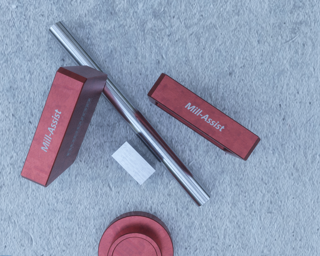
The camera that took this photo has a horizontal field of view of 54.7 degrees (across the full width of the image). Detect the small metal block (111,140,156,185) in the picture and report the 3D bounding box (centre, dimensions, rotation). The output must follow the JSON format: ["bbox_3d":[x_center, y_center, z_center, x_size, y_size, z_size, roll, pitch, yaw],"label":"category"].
[{"bbox_3d":[-0.032,0.042,0.397,0.025,0.050,0.050,-45,91,0],"label":"small metal block"}]

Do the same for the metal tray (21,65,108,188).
[{"bbox_3d":[-0.108,-0.007,0.362,0.030,0.090,0.129,24,103,0],"label":"metal tray"}]

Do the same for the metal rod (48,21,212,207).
[{"bbox_3d":[-0.039,-0.018,0.409,0.025,0.025,0.300,-41,91,0],"label":"metal rod"}]

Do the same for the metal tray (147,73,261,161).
[{"bbox_3d":[0.048,-0.012,0.378,0.130,0.090,0.030,34,90,-1],"label":"metal tray"}]

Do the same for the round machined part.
[{"bbox_3d":[-0.031,0.162,0.401,0.099,0.042,0.097,0,90,-1],"label":"round machined part"}]
